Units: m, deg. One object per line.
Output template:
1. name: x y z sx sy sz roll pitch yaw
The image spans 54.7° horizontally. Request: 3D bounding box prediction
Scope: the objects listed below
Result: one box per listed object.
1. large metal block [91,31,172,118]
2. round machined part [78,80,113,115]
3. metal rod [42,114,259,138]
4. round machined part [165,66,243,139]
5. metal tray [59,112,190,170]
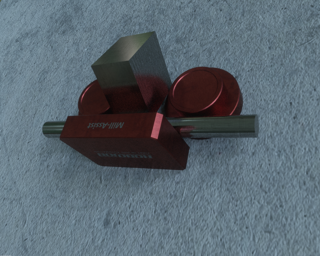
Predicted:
1. large metal block: -0.030 -0.064 0.390 0.050 0.080 0.080 -2 37 26
2. round machined part: -0.080 -0.036 0.454 0.098 0.042 0.098 -13 56 20
3. metal rod: -0.032 0.000 0.394 0.300 0.025 0.025 -1 61 27
4. round machined part: 0.050 -0.038 0.389 0.098 0.042 0.098 -13 56 20
5. metal tray: -0.041 0.018 0.372 0.130 0.090 0.030 -1 62 27
